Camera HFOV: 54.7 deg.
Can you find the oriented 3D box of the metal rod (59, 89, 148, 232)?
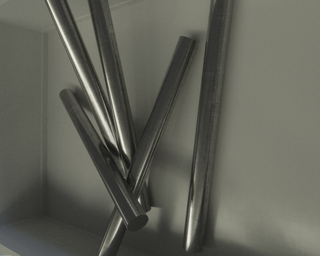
[{"bbox_3d":[-0.094,0.022,0.439,0.300,0.025,0.025,49,120,45],"label":"metal rod"}]

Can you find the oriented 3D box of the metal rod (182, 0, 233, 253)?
[{"bbox_3d":[0.055,-0.003,0.361,0.025,0.025,0.298,10,96,39],"label":"metal rod"}]

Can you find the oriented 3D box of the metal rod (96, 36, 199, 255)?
[{"bbox_3d":[-0.018,0.031,0.391,0.025,0.025,0.298,25,96,37],"label":"metal rod"}]

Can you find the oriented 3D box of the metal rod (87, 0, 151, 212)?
[{"bbox_3d":[-0.052,-0.031,0.405,0.025,0.025,0.298,-4,102,40],"label":"metal rod"}]

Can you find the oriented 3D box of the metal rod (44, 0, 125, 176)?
[{"bbox_3d":[-0.095,-0.069,0.403,0.025,0.025,0.298,-4,114,40],"label":"metal rod"}]
